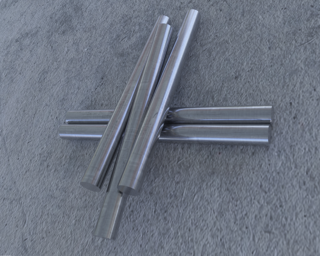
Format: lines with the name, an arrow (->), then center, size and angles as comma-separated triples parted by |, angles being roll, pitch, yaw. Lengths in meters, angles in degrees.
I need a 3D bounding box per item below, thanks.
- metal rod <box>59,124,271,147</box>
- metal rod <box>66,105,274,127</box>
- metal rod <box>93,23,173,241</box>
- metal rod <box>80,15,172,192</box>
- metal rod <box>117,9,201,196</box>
metal rod -> -0.013, 0.007, 0.408 | 0.300, 0.025, 0.025 | 0, 62, 28
metal rod -> -0.006, -0.015, 0.418 | 0.300, 0.025, 0.025 | 0, 62, 28
metal rod -> -0.026, -0.014, 0.393 | 0.025, 0.025, 0.300 | 0, 61, 28
metal rod -> -0.036, -0.054, 0.429 | 0.025, 0.025, 0.300 | 1, 54, 28
metal rod -> 0.009, -0.054, 0.405 | 0.025, 0.025, 0.300 | 1, 54, 28
